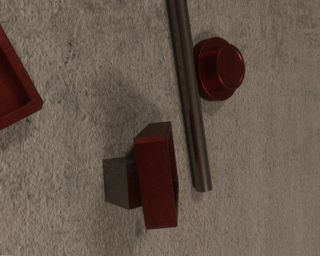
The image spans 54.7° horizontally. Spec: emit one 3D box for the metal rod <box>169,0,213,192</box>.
[{"bbox_3d":[0.043,-0.055,0.442,0.025,0.025,0.298,-15,100,-39],"label":"metal rod"}]

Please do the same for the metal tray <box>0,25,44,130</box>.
[{"bbox_3d":[-0.177,-0.027,0.253,0.131,0.030,0.090,-36,113,-34],"label":"metal tray"}]

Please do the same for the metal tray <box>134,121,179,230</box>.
[{"bbox_3d":[0.001,0.044,0.349,0.130,0.030,0.089,-60,142,-82],"label":"metal tray"}]

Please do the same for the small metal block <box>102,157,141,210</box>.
[{"bbox_3d":[-0.041,0.062,0.356,0.025,0.050,0.050,-6,94,-40],"label":"small metal block"}]

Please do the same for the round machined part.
[{"bbox_3d":[0.093,-0.091,0.474,0.099,0.042,0.097,0,90,-40],"label":"round machined part"}]
